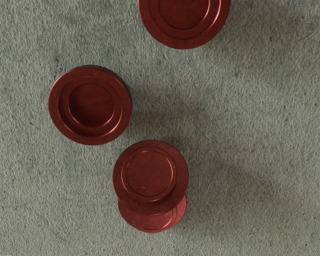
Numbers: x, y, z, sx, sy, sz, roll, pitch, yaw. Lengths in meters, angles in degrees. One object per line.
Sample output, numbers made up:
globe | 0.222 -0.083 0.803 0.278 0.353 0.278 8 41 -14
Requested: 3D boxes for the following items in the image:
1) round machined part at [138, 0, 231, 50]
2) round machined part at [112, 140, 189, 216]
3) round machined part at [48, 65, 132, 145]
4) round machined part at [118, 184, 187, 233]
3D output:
round machined part | 0.026 -0.140 0.349 0.099 0.042 0.097 0 110 0
round machined part | -0.012 0.061 0.396 0.099 0.042 0.098 -1 71 2
round machined part | -0.084 -0.031 0.388 0.099 0.042 0.097 0 110 0
round machined part | -0.011 0.109 0.441 0.099 0.042 0.097 0 110 0
